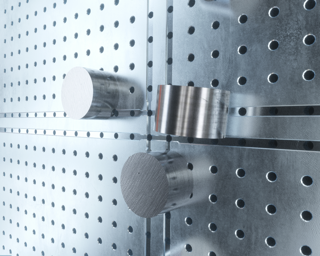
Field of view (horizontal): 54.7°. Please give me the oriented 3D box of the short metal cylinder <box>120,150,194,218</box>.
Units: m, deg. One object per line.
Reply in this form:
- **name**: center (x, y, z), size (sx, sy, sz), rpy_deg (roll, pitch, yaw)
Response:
- **short metal cylinder**: center (-0.005, 0.069, 0.397), size (0.080, 0.050, 0.079), rpy_deg (0, 90, 40)

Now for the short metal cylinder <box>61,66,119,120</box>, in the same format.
- **short metal cylinder**: center (-0.110, -0.052, 0.484), size (0.080, 0.050, 0.079), rpy_deg (0, 90, 40)

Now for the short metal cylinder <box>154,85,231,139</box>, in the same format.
- **short metal cylinder**: center (0.035, -0.019, 0.345), size (0.080, 0.081, 0.050), rpy_deg (9, 96, 39)
